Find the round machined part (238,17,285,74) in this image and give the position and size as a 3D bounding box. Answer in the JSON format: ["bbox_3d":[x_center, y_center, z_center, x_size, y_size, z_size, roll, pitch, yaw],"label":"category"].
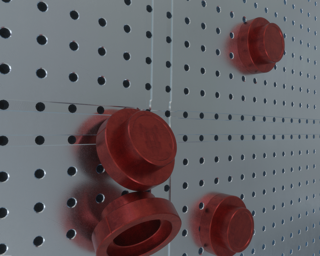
[{"bbox_3d":[0.186,-0.148,0.551,0.099,0.042,0.097,0,90,-40],"label":"round machined part"}]

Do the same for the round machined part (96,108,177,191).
[{"bbox_3d":[-0.019,0.019,0.355,0.098,0.042,0.098,25,47,-31],"label":"round machined part"}]

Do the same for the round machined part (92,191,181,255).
[{"bbox_3d":[-0.029,0.109,0.352,0.099,0.042,0.097,-16,137,-16],"label":"round machined part"}]

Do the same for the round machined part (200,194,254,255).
[{"bbox_3d":[0.112,0.157,0.491,0.099,0.042,0.097,0,90,-40],"label":"round machined part"}]
